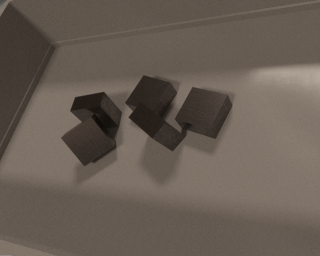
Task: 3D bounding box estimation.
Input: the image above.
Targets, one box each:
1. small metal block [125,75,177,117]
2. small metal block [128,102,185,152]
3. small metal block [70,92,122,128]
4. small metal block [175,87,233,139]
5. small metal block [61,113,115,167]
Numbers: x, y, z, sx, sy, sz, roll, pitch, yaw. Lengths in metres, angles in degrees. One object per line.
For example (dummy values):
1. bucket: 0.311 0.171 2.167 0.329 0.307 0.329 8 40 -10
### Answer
1. small metal block: -0.012 -0.043 0.437 0.050 0.025 0.050 22 73 36
2. small metal block: -0.004 -0.001 0.389 0.025 0.050 0.050 -52 52 2
3. small metal block: -0.091 -0.024 0.449 0.050 0.050 0.025 -7 55 24
4. small metal block: 0.055 -0.020 0.388 0.050 0.025 0.050 18 71 34
5. small metal block: -0.097 0.016 0.426 0.050 0.050 0.025 -34 13 5
